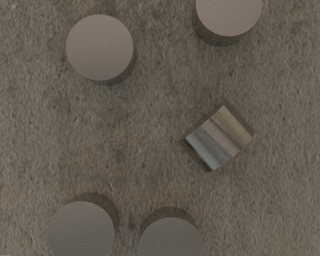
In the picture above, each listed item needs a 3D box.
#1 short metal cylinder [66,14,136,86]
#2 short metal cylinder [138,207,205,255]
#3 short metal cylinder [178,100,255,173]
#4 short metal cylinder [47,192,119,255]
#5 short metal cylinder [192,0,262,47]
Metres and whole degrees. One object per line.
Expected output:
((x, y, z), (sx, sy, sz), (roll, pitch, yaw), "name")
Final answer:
((-0.073, -0.097, 0.396), (0.081, 0.050, 0.079), (0, 90, -1), "short metal cylinder")
((0.014, 0.147, 0.398), (0.081, 0.050, 0.079), (0, 90, -1), "short metal cylinder")
((0.069, 0.010, 0.383), (0.080, 0.080, 0.050), (-41, 91, 0), "short metal cylinder")
((-0.095, 0.127, 0.396), (0.081, 0.050, 0.079), (0, 90, -1), "short metal cylinder")
((0.083, -0.151, 0.399), (0.081, 0.050, 0.079), (0, 90, -1), "short metal cylinder")
